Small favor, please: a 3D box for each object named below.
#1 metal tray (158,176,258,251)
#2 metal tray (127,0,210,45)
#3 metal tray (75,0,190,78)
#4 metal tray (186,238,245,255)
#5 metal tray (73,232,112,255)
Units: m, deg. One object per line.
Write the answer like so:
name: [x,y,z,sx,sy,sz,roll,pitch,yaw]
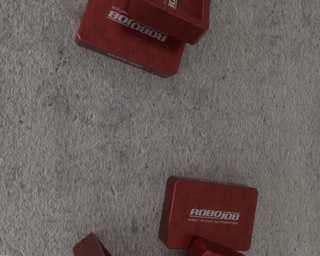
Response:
metal tray: [0.069,0.120,0.432,0.131,0.030,0.090,10,87,-20]
metal tray: [0.016,-0.173,0.382,0.091,0.030,0.130,18,58,-19]
metal tray: [-0.030,-0.128,0.395,0.131,0.030,0.090,18,84,-19]
metal tray: [0.057,0.220,0.409,0.090,0.030,0.129,28,94,-22]
metal tray: [-0.046,0.191,0.357,0.030,0.090,0.130,-37,102,-16]
